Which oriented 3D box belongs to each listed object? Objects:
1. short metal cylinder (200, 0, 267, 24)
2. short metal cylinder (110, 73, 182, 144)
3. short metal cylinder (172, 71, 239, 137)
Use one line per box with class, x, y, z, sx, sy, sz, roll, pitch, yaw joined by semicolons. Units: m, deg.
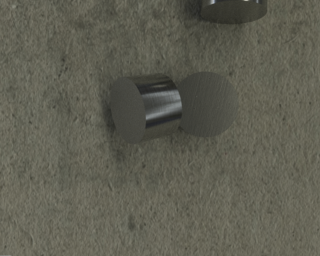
short metal cylinder;0.092;-0.167;0.384;0.081;0.080;0.050;3;90;-1
short metal cylinder;-0.018;-0.024;0.375;0.050;0.080;0.080;-13;90;-34
short metal cylinder;0.055;-0.029;0.398;0.081;0.050;0.079;0;90;-1
